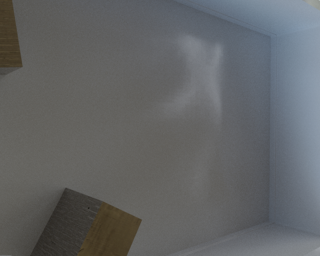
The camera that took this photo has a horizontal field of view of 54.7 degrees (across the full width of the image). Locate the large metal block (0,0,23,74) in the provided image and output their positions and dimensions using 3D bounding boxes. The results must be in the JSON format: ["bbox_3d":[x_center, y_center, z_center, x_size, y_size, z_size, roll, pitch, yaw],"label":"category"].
[{"bbox_3d":[-0.167,-0.085,0.250,0.081,0.050,0.079,-11,98,-39],"label":"large metal block"}]

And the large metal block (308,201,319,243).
[{"bbox_3d":[0.389,0.216,0.719,0.081,0.050,0.079,-3,92,-40],"label":"large metal block"}]

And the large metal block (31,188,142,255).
[{"bbox_3d":[-0.076,0.112,0.308,0.050,0.080,0.080,37,67,-34],"label":"large metal block"}]
